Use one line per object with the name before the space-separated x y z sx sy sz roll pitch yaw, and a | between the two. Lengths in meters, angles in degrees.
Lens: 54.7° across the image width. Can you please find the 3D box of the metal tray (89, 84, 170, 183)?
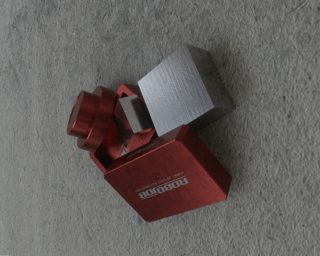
metal tray | -0.044 0.015 0.438 0.090 0.030 0.129 42 115 31

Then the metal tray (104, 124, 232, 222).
metal tray | 0.006 0.059 0.368 0.130 0.030 0.090 -29 109 37

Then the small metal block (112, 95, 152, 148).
small metal block | -0.038 -0.008 0.408 0.050 0.025 0.050 65 153 17

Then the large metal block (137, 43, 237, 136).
large metal block | 0.030 -0.039 0.366 0.080 0.050 0.080 -33 70 35

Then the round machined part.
round machined part | -0.105 -0.017 0.455 0.097 0.042 0.098 -45 34 45
